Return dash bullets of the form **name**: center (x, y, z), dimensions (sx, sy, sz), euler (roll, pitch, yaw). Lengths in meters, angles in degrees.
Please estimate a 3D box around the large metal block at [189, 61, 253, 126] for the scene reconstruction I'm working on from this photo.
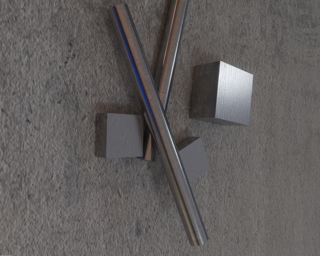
- **large metal block**: center (0.093, -0.048, 0.469), dimensions (0.081, 0.050, 0.080), euler (10, 84, -40)

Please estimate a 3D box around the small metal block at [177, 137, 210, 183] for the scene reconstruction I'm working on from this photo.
- **small metal block**: center (0.040, 0.045, 0.441), dimensions (0.050, 0.025, 0.050), euler (-30, 109, -36)

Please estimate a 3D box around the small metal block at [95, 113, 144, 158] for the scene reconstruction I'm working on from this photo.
- **small metal block**: center (-0.048, 0.009, 0.367), dimensions (0.050, 0.025, 0.050), euler (2, 89, -40)

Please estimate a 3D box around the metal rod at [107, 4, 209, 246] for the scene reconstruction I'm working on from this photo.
- **metal rod**: center (0.000, 0.002, 0.374), dimensions (0.025, 0.025, 0.298), euler (-24, 98, -38)

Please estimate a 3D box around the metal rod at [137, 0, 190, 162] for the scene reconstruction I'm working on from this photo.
- **metal rod**: center (0.013, -0.103, 0.417), dimensions (0.025, 0.025, 0.299), euler (20, 78, -39)
